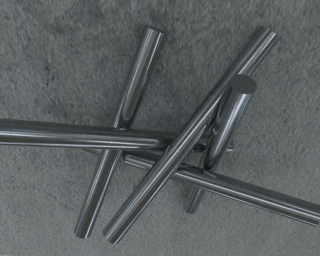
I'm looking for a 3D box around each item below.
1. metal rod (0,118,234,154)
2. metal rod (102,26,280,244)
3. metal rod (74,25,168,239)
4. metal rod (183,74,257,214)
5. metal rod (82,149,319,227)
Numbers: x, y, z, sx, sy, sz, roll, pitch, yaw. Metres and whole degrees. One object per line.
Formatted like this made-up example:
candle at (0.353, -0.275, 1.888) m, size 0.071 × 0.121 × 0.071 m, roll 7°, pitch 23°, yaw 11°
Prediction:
metal rod at (-0.034, 0.013, 0.352) m, size 0.302 × 0.025 × 0.025 m, roll 5°, pitch 133°, yaw -32°
metal rod at (0.027, 0.017, 0.355) m, size 0.025 × 0.025 × 0.299 m, roll 32°, pitch 102°, yaw -24°
metal rod at (-0.057, 0.023, 0.381) m, size 0.025 × 0.025 × 0.298 m, roll 17°, pitch 115°, yaw -14°
metal rod at (0.064, 0.046, 0.402) m, size 0.025 × 0.025 × 0.298 m, roll 3°, pitch 144°, yaw -3°
metal rod at (0.039, 0.060, 0.388) m, size 0.301 × 0.025 × 0.025 m, roll 16°, pitch 132°, yaw 14°
